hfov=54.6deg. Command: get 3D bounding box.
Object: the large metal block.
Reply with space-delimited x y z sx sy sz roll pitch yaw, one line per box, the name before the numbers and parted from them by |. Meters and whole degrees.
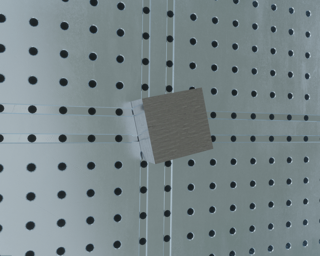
large metal block | 0.015 -0.004 0.404 0.081 0.050 0.080 -13 95 -20
